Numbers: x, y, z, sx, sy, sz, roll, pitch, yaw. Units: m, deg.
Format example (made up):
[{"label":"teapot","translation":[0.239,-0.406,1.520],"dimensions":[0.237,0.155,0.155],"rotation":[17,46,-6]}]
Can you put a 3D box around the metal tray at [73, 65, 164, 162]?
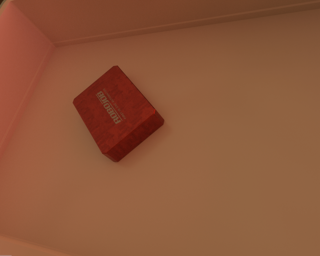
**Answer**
[{"label":"metal tray","translation":[-0.064,-0.025,0.450],"dimensions":[0.090,0.030,0.130],"rotation":[-40,51,0]}]
